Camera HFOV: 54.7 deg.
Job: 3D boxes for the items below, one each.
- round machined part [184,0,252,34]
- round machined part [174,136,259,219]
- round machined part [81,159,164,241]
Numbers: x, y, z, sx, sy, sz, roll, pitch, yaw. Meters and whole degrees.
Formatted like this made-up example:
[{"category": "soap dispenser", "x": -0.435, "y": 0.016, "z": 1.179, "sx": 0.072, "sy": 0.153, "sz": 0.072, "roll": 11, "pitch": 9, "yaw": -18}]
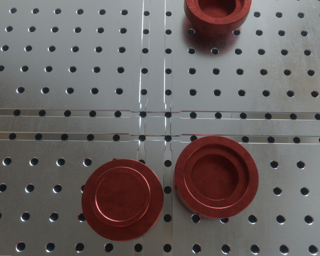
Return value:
[{"category": "round machined part", "x": 0.085, "y": -0.184, "z": 0.471, "sx": 0.099, "sy": 0.042, "sz": 0.098, "roll": 0, "pitch": 70, "yaw": -1}, {"category": "round machined part", "x": 0.066, "y": 0.062, "z": 0.381, "sx": 0.099, "sy": 0.042, "sz": 0.098, "roll": 0, "pitch": 70, "yaw": -1}, {"category": "round machined part", "x": -0.045, "y": 0.084, "z": 0.371, "sx": 0.099, "sy": 0.042, "sz": 0.098, "roll": 0, "pitch": 70, "yaw": -1}]
